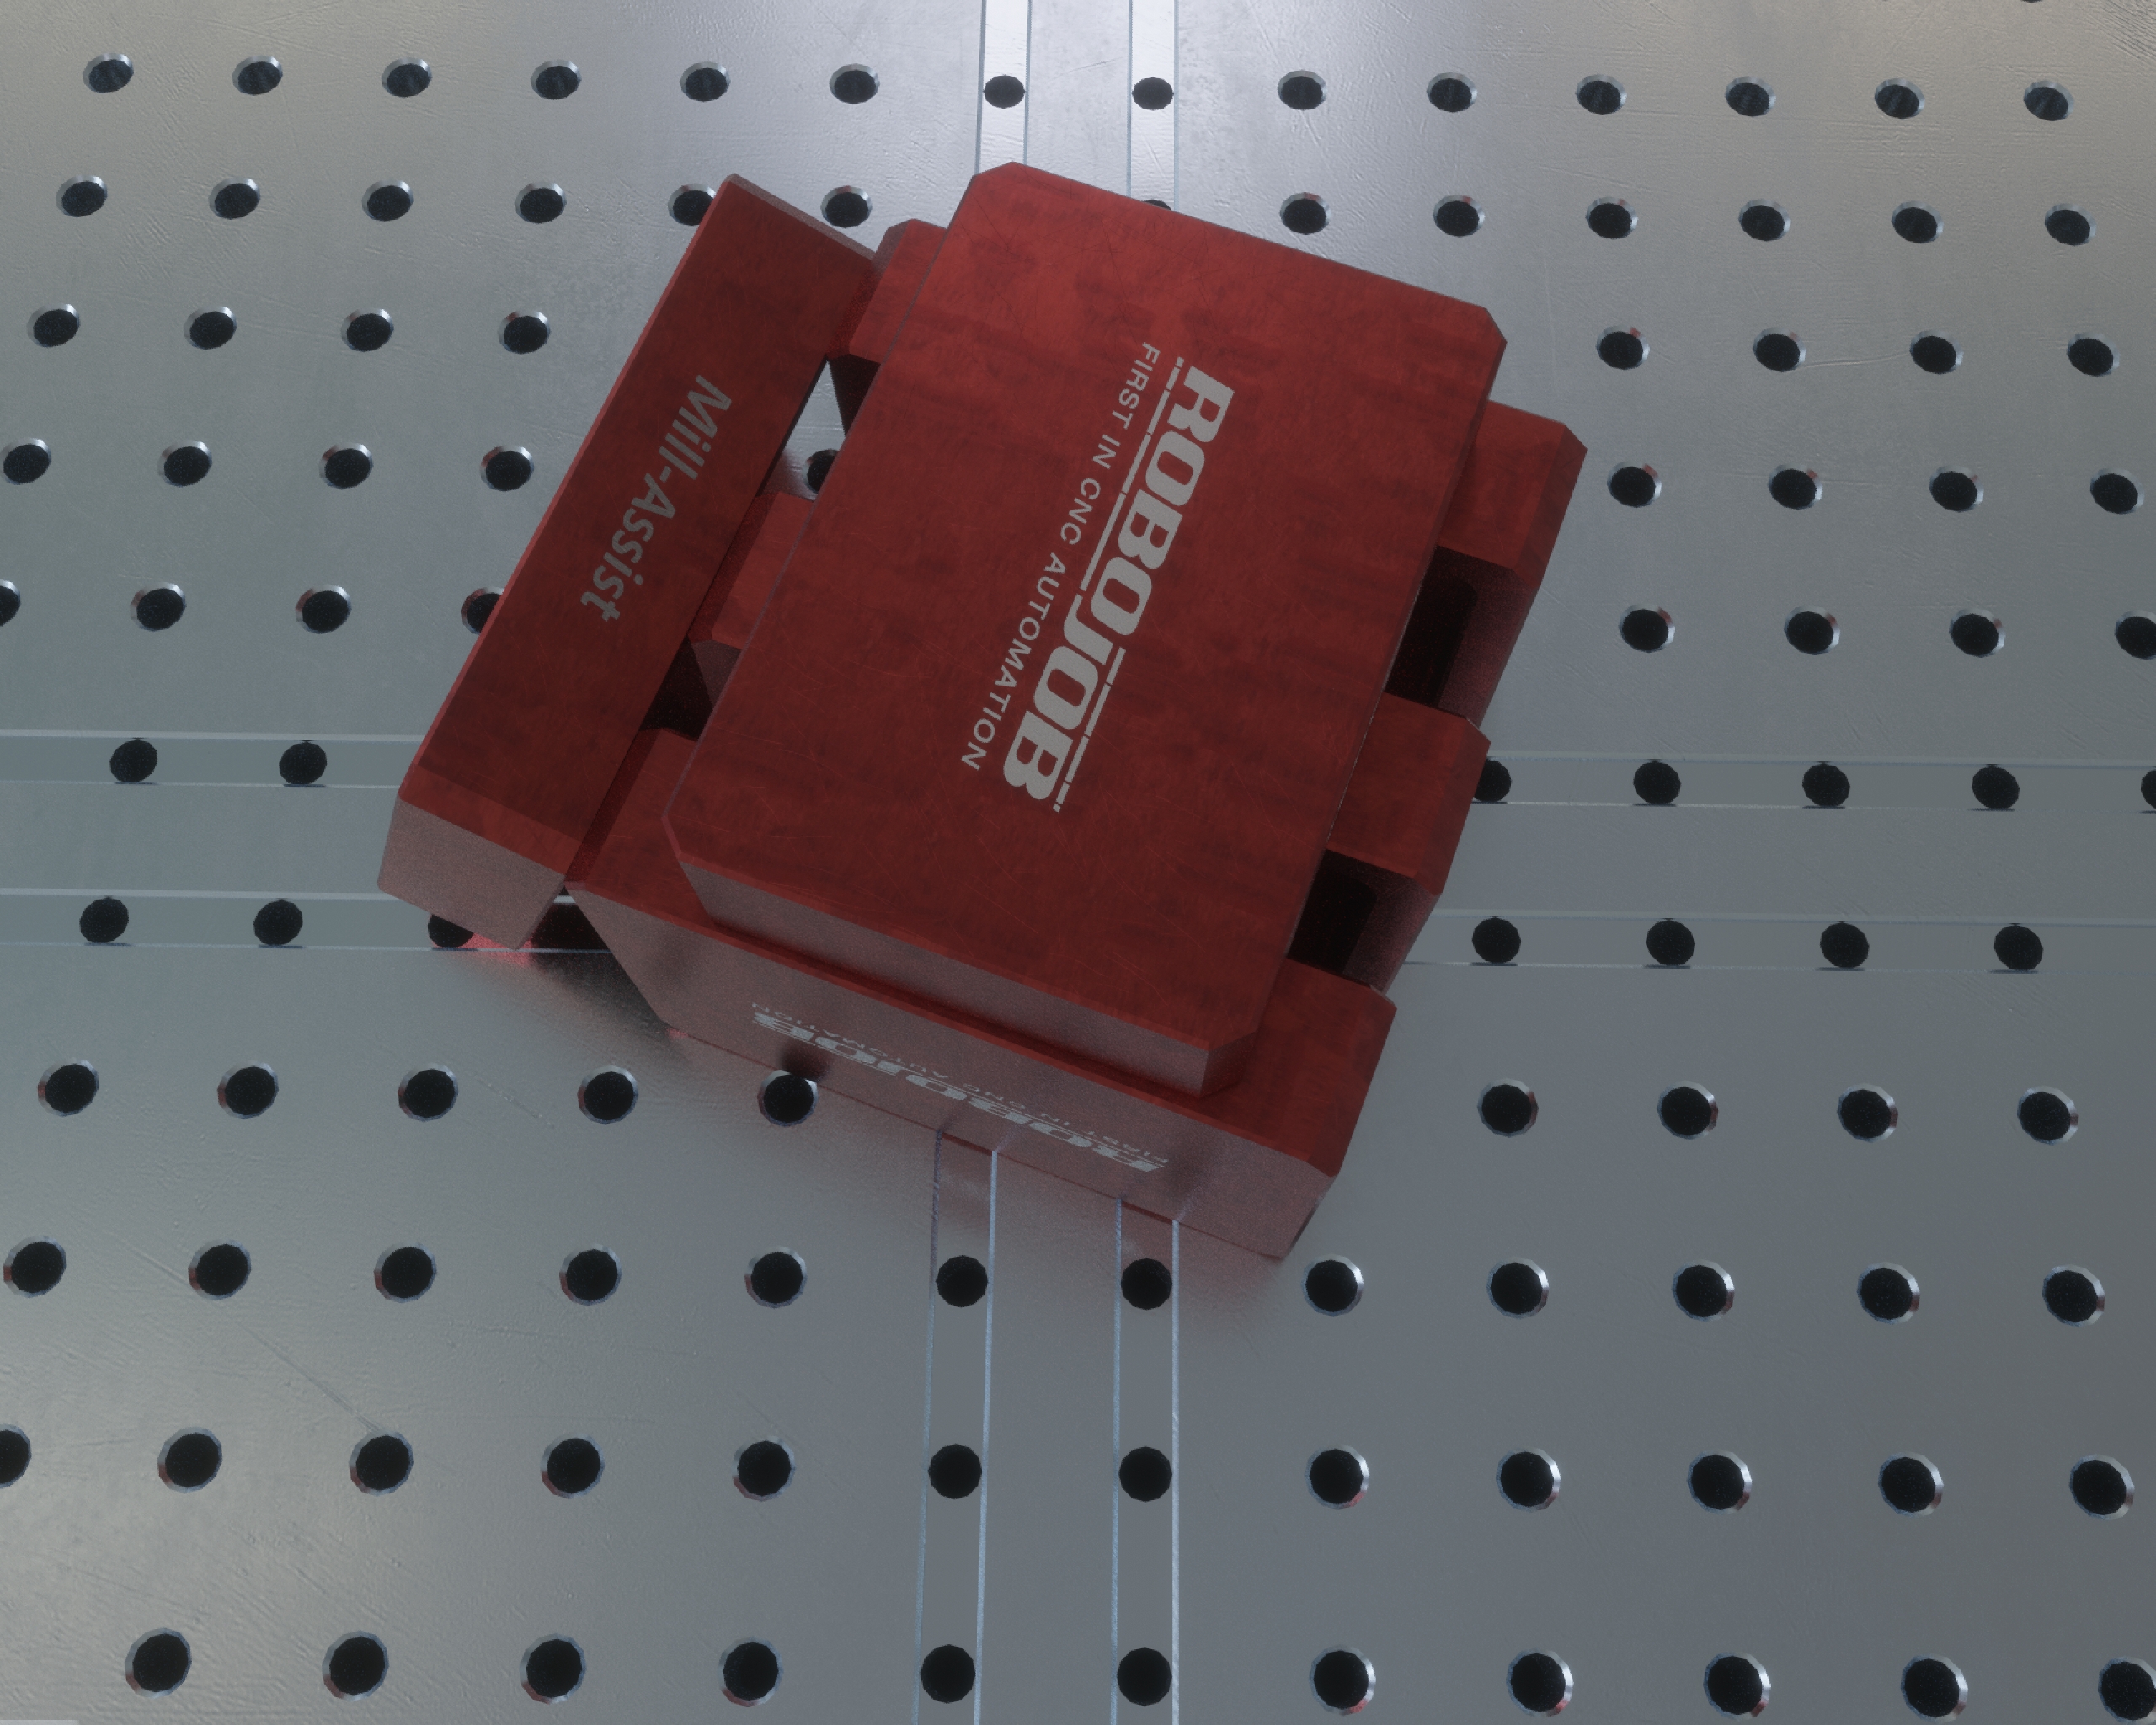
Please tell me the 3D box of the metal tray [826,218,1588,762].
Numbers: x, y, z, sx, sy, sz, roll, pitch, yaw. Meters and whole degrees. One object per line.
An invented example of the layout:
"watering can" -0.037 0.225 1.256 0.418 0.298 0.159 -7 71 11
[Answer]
"metal tray" 0.022 -0.067 0.401 0.130 0.090 0.030 19 72 7

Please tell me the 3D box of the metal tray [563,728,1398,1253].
"metal tray" -0.016 0.026 0.367 0.130 0.090 0.030 20 72 7

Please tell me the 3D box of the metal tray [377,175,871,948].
"metal tray" -0.086 -0.053 0.393 0.030 0.090 0.130 27 71 -14

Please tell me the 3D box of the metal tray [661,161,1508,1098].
"metal tray" 0.004 -0.039 0.327 0.090 0.030 0.130 20 71 7

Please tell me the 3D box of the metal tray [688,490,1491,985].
"metal tray" 0.001 -0.015 0.381 0.130 0.090 0.030 19 70 5
